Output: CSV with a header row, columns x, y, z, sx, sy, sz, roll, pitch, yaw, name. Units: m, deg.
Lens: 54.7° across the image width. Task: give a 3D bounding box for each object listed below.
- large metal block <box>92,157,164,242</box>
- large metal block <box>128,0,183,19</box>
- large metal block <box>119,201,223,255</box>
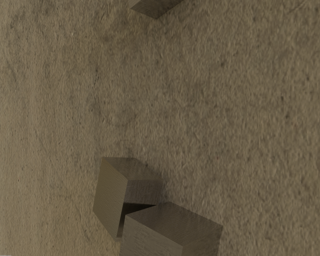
x,y,z,sx,sy,sz,roll,pitch,yaw,name
-0.045,0.090,0.410,0.080,0.050,0.079,26,107,54,large metal block
-0.001,-0.198,0.388,0.080,0.050,0.080,-23,76,37,large metal block
0.013,0.130,0.356,0.080,0.081,0.050,15,100,38,large metal block
